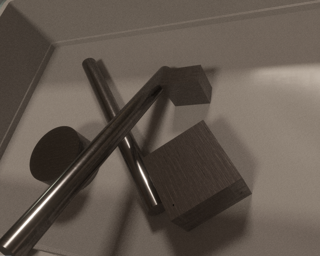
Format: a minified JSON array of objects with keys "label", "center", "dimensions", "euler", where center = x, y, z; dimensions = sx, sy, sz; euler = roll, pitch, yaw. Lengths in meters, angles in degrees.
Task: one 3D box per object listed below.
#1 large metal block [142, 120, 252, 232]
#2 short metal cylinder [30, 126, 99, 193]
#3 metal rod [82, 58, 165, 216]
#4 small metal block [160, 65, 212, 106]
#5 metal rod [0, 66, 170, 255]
[{"label":"large metal block","center":[0.039,0.052,0.337],"dimensions":[0.080,0.050,0.080],"euler":[-33,52,6]},{"label":"short metal cylinder","center":[-0.130,0.044,0.429],"dimensions":[0.080,0.050,0.080],"euler":[-13,56,20]},{"label":"metal rod","center":[-0.062,-0.009,0.442],"dimensions":[0.025,0.025,0.300],"euler":[-35,52,5]},{"label":"small metal block","center":[0.035,-0.054,0.403],"dimensions":[0.050,0.050,0.025],"euler":[-3,61,26]},{"label":"metal rod","center":[-0.056,0.011,0.349],"dimensions":[0.025,0.025,0.301],"euler":[5,39,30]}]
